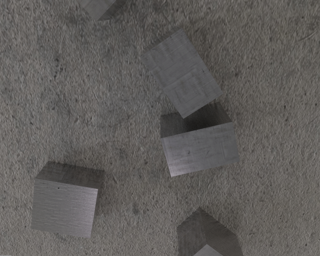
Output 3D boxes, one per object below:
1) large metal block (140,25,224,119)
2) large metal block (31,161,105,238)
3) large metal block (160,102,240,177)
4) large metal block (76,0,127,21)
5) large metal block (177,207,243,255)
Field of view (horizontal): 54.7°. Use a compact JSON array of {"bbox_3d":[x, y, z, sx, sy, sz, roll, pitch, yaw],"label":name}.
[{"bbox_3d":[0.023,-0.068,0.356,0.050,0.080,0.080,-33,107,11],"label":"large metal block"},{"bbox_3d":[-0.127,0.099,0.432,0.081,0.050,0.079,11,110,-4],"label":"large metal block"},{"bbox_3d":[0.046,0.011,0.385,0.080,0.080,0.050,-13,110,5],"label":"large metal block"},{"bbox_3d":[-0.071,-0.160,0.321,0.050,0.080,0.080,-43,105,14],"label":"large metal block"},{"bbox_3d":[0.073,0.175,0.446,0.080,0.080,0.050,39,105,-13],"label":"large metal block"}]
